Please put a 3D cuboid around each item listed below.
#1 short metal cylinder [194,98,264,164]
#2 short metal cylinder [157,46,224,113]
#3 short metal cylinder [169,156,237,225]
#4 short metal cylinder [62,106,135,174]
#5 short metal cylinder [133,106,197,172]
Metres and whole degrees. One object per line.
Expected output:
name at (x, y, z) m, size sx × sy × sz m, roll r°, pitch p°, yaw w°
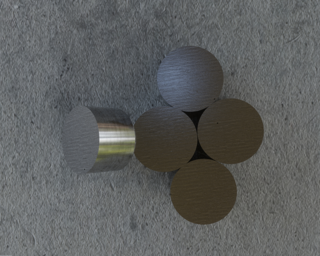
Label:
short metal cylinder at (0.085, 0.004, 0.399) m, size 0.081 × 0.050 × 0.080 m, roll 0°, pitch 90°, yaw 0°
short metal cylinder at (0.037, -0.060, 0.399) m, size 0.081 × 0.050 × 0.080 m, roll 0°, pitch 90°, yaw 0°
short metal cylinder at (0.053, 0.077, 0.399) m, size 0.081 × 0.050 × 0.080 m, roll 0°, pitch 90°, yaw 0°
short metal cylinder at (-0.076, 0.014, 0.377) m, size 0.080 × 0.050 × 0.080 m, roll -2°, pitch 88°, yaw 44°
short metal cylinder at (0.005, 0.013, 0.398) m, size 0.081 × 0.050 × 0.080 m, roll 0°, pitch 90°, yaw 0°
